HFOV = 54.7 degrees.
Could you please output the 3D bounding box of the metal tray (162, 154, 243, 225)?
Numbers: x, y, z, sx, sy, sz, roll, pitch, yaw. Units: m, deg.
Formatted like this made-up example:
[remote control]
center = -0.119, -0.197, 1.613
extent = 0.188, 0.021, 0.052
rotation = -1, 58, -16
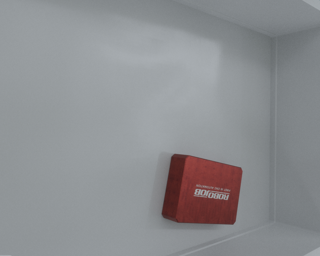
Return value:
[metal tray]
center = 0.067, 0.093, 0.460
extent = 0.131, 0.030, 0.090
rotation = 16, 80, -39
